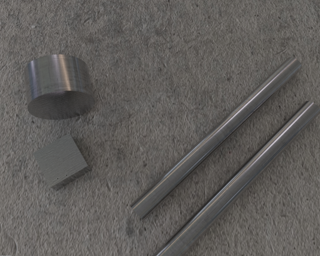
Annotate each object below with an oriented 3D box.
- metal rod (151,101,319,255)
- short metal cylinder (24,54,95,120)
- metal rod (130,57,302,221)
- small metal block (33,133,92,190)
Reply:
[{"bbox_3d":[0.096,0.070,0.383,0.301,0.025,0.025,-41,75,-14],"label":"metal rod"},{"bbox_3d":[-0.128,-0.050,0.396,0.081,0.080,0.050,-13,71,-5],"label":"short metal cylinder"},{"bbox_3d":[0.082,0.005,0.406,0.301,0.025,0.025,-41,75,-14],"label":"metal rod"},{"bbox_3d":[-0.123,0.043,0.392,0.050,0.025,0.050,-31,73,-11],"label":"small metal block"}]
